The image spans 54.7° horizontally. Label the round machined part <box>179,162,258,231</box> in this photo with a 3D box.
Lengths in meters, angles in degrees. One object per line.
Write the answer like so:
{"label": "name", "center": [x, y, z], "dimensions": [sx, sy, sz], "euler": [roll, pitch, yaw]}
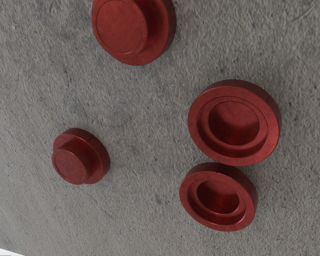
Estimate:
{"label": "round machined part", "center": [0.079, 0.085, 0.407], "dimensions": [0.098, 0.042, 0.097], "euler": [13, 124, 21]}

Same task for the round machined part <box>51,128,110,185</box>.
{"label": "round machined part", "center": [-0.133, 0.052, 0.499], "dimensions": [0.098, 0.042, 0.097], "euler": [13, 124, 21]}

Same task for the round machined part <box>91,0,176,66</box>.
{"label": "round machined part", "center": [-0.035, -0.115, 0.343], "dimensions": [0.098, 0.042, 0.097], "euler": [13, 124, 21]}

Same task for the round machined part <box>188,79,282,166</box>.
{"label": "round machined part", "center": [0.084, -0.009, 0.346], "dimensions": [0.098, 0.042, 0.097], "euler": [13, 124, 21]}
